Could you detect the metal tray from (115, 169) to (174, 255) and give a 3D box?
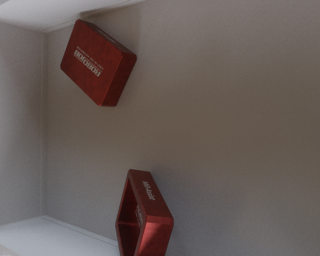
[{"bbox_3d":[-0.025,0.116,0.379,0.130,0.030,0.089,-132,54,-70],"label":"metal tray"}]

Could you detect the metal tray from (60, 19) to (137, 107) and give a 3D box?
[{"bbox_3d":[-0.101,-0.103,0.488,0.130,0.030,0.089,41,115,32],"label":"metal tray"}]
